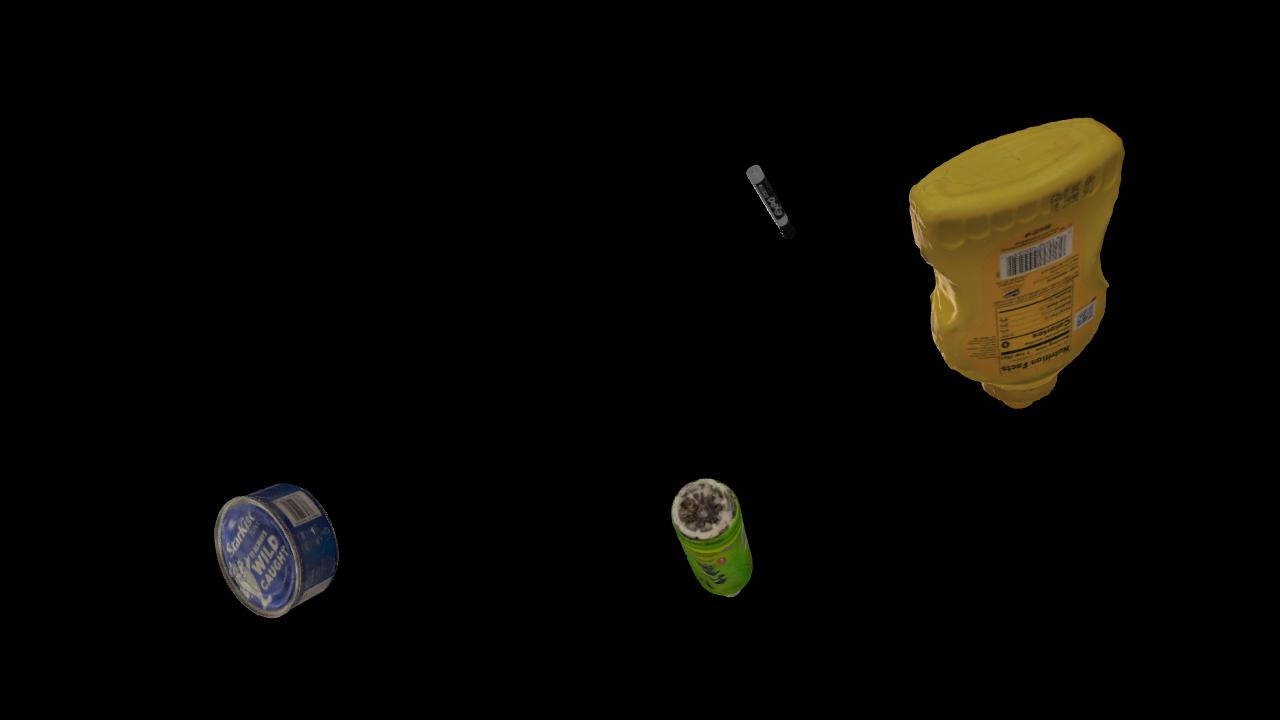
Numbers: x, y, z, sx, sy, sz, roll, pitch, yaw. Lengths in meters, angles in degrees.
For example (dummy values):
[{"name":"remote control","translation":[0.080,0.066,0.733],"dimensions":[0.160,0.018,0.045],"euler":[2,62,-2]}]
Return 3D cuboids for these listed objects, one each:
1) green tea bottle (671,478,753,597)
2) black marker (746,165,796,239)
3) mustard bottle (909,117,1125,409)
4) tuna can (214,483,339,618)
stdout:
[{"name":"green tea bottle","translation":[0.087,0.209,0.674],"dimensions":[0.073,0.073,0.212],"euler":[0,-40,20]},{"name":"black marker","translation":[0.171,-0.199,0.791],"dimensions":[0.020,0.020,0.121],"euler":[0,-34,41]},{"name":"mustard bottle","translation":[0.211,-0.033,0.346],"dimensions":[0.092,0.184,0.054],"euler":[-25,40,10]},{"name":"tuna can","translation":[-0.247,0.128,0.420],"dimensions":[0.084,0.084,0.034],"euler":[0,9,25]}]
